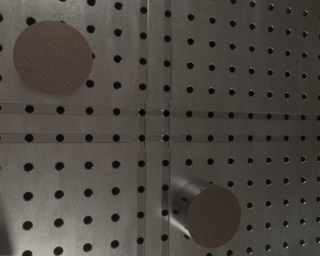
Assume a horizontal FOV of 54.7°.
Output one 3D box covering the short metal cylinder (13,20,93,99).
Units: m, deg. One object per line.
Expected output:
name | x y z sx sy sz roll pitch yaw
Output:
short metal cylinder | -0.122 -0.075 0.355 0.081 0.050 0.079 0 90 -21

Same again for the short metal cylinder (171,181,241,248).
short metal cylinder | 0.062 0.115 0.424 0.081 0.050 0.079 0 90 -21
